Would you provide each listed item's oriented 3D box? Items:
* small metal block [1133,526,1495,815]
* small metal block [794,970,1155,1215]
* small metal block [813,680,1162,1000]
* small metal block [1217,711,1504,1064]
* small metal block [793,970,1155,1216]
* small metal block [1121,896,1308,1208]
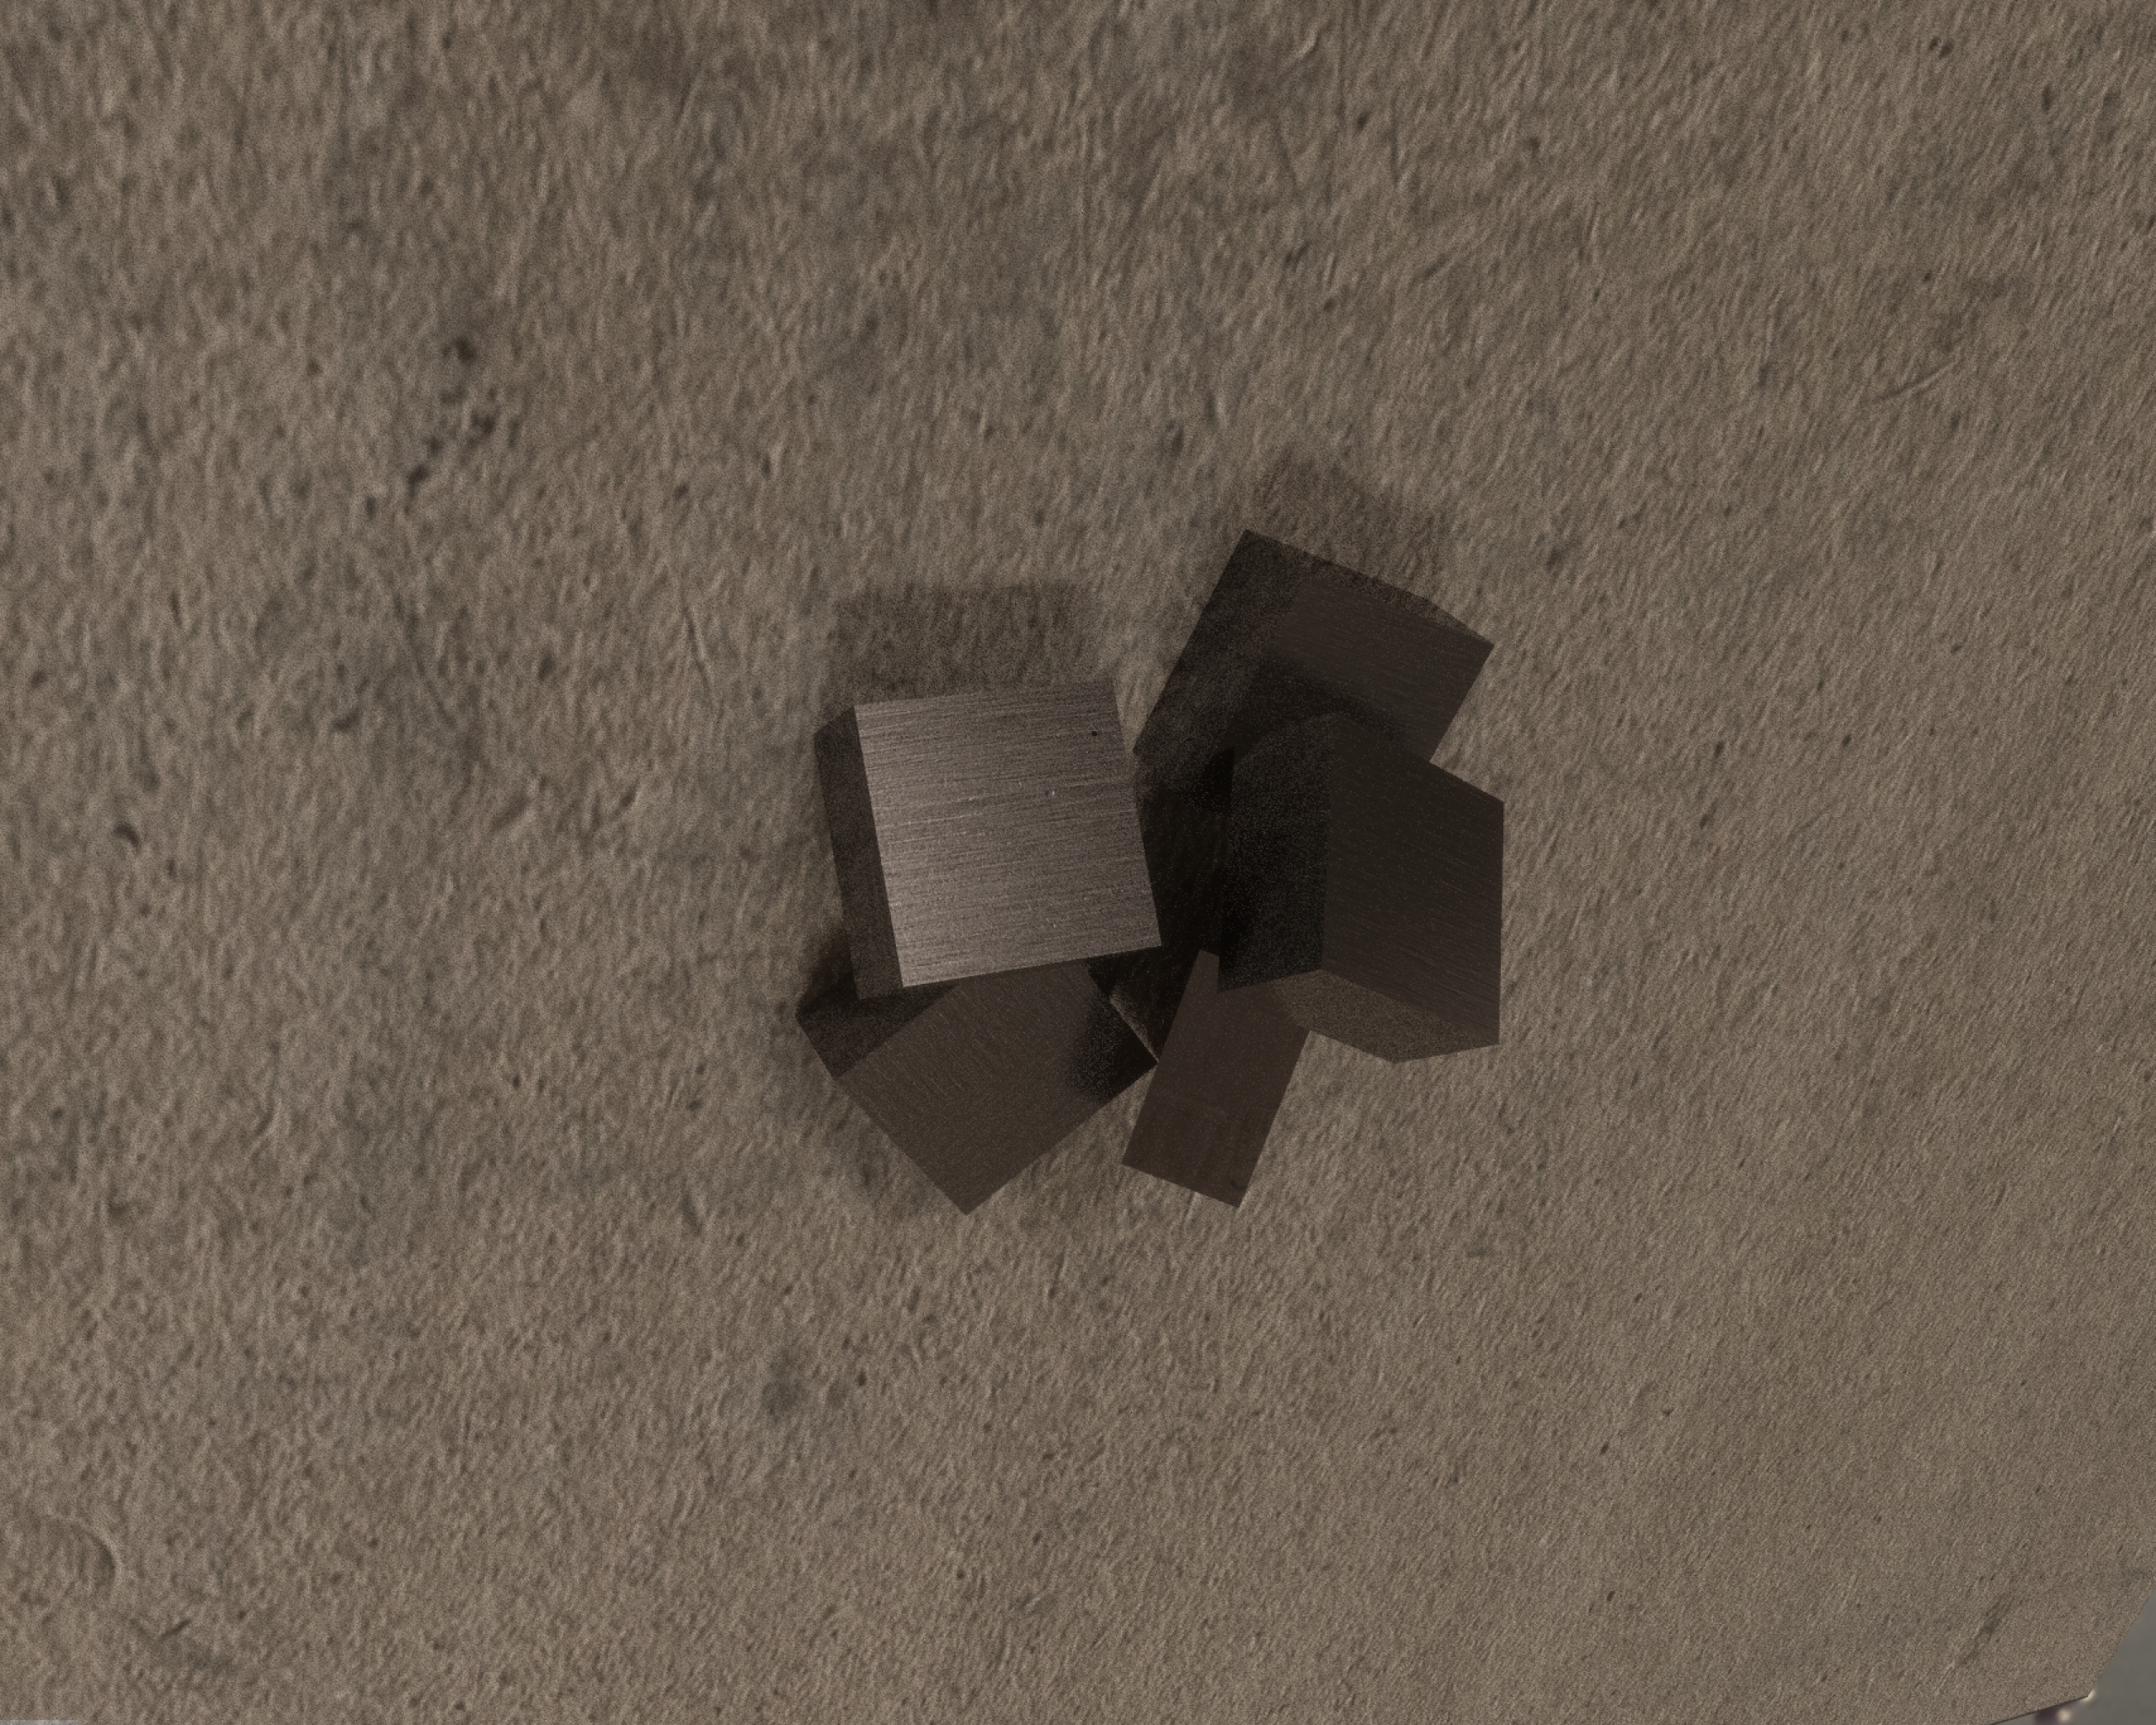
[{"bbox_3d":[0.046,-0.033,0.415,0.050,0.025,0.050,15,111,-35],"label":"small metal block"},{"bbox_3d":[-0.020,0.035,0.421,0.050,0.025,0.050,-38,130,-3],"label":"small metal block"},{"bbox_3d":[-0.017,-0.004,0.382,0.050,0.025,0.050,-8,84,-25],"label":"small metal block"},{"bbox_3d":[0.054,0.006,0.394,0.050,0.025,0.050,23,62,-37],"label":"small metal block"},{"bbox_3d":[-0.020,0.035,0.421,0.050,0.025,0.050,-39,129,-3],"label":"small metal block"},{"bbox_3d":[0.033,0.035,0.430,0.025,0.050,0.050,20,112,4],"label":"small metal block"}]
